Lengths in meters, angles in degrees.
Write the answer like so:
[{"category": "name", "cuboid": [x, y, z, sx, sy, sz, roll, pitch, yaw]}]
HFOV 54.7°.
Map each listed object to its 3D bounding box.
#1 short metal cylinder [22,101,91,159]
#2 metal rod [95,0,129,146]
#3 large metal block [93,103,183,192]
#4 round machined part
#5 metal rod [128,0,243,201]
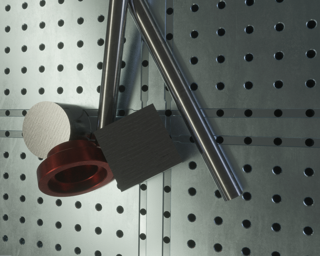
[{"category": "short metal cylinder", "cuboid": [-0.149, 0.003, 0.450, 0.080, 0.050, 0.079, 0, 90, 19]}, {"category": "metal rod", "cuboid": [-0.060, -0.121, 0.413, 0.025, 0.025, 0.298, 11, 101, 19]}, {"category": "large metal block", "cuboid": [-0.026, 0.026, 0.395, 0.080, 0.050, 0.080, -26, 81, -2]}, {"category": "round machined part", "cuboid": [-0.114, 0.051, 0.417, 0.098, 0.098, 0.042, -32, 57, 17]}, {"category": "metal rod", "cuboid": [0.026, -0.048, 0.402, 0.025, 0.025, 0.299, -29, 81, 17]}]
